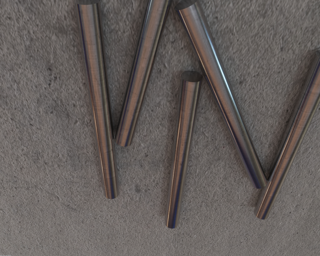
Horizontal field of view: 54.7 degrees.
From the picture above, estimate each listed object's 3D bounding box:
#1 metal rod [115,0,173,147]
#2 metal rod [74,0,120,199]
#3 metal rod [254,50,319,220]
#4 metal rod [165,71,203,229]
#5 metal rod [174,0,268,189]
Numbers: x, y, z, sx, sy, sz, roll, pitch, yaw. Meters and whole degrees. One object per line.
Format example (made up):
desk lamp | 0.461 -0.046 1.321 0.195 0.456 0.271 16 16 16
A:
metal rod | -0.011 -0.094 0.327 0.025 0.025 0.298 11 129 -10
metal rod | -0.074 -0.010 0.397 0.025 0.025 0.298 1 130 -1
metal rod | 0.180 0.033 0.436 0.025 0.025 0.298 1 130 -1
metal rod | 0.029 0.054 0.453 0.025 0.025 0.298 2 130 -2
metal rod | 0.090 -0.019 0.391 0.025 0.025 0.299 -20 128 16
